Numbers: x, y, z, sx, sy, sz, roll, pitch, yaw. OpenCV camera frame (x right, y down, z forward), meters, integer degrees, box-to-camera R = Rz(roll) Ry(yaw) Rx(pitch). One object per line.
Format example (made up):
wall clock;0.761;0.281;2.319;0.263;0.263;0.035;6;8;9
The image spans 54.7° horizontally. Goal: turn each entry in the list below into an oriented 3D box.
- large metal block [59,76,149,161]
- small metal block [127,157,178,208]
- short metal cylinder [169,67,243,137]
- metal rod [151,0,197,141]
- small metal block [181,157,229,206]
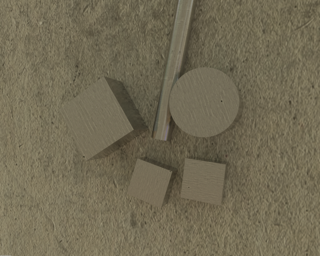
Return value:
large metal block;-0.076;-0.011;0.421;0.080;0.050;0.080;-33;80;16
small metal block;-0.010;0.071;0.412;0.050;0.025;0.050;19;96;18
short metal cylinder;0.057;-0.029;0.375;0.080;0.050;0.079;0;90;19
metal rod;0.029;-0.132;0.398;0.025;0.025;0.298;12;94;19
small metal block;0.056;0.065;0.389;0.050;0.025;0.050;7;92;19
